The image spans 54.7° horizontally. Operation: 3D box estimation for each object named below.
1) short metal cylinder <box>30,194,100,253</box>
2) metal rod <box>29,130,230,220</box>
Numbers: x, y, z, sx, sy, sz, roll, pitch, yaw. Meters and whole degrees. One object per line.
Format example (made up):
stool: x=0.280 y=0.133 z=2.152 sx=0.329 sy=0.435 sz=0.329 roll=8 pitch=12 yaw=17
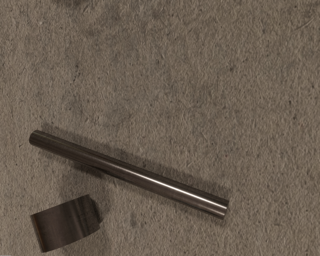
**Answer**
short metal cylinder: x=-0.129 y=0.128 z=0.424 sx=0.080 sy=0.080 sz=0.050 roll=-23 pitch=83 yaw=18
metal rod: x=-0.055 y=0.058 z=0.427 sx=0.301 sy=0.025 sz=0.025 roll=18 pitch=96 yaw=18
